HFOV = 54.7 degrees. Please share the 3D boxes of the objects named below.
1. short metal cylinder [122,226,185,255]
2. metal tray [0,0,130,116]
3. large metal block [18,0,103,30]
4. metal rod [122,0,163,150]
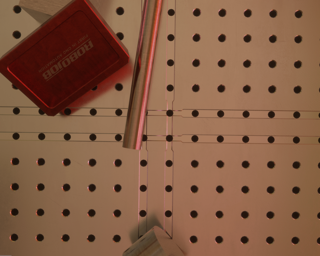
[{"bbox_3d":[-0.001,0.171,0.386,0.050,0.080,0.080,-40,90,0],"label":"short metal cylinder"},{"bbox_3d":[-0.115,-0.084,0.377,0.130,0.030,0.090,-34,121,10],"label":"metal tray"},{"bbox_3d":[-0.121,-0.175,0.400,0.080,0.050,0.080,17,90,0],"label":"large metal block"},{"bbox_3d":[-0.016,-0.121,0.412,0.025,0.025,0.298,8,90,0],"label":"metal rod"}]
